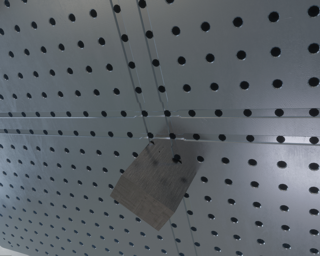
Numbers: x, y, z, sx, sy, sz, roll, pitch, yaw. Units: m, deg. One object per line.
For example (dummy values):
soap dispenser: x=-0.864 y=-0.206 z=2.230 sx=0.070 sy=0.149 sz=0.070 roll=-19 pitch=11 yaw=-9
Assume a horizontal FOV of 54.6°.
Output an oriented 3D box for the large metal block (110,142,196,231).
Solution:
large metal block: x=-0.008 y=0.078 z=0.429 sx=0.080 sy=0.080 sz=0.050 roll=35 pitch=129 yaw=5
